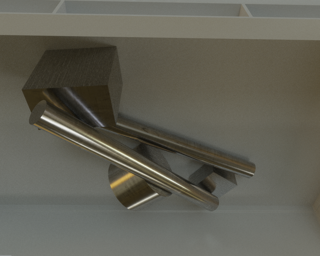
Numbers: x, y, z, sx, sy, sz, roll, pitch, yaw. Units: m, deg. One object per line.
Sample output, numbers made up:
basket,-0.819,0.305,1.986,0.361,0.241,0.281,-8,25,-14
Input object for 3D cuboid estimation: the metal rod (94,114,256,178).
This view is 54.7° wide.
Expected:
metal rod,-0.001,0.015,0.420,0.302,0.025,0.025,19,127,-17

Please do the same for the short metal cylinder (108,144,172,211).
short metal cylinder,-0.024,0.067,0.427,0.050,0.080,0.080,-33,123,24

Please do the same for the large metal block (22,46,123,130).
large metal block,-0.087,-0.045,0.333,0.080,0.080,0.050,-3,130,2

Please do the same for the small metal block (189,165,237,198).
small metal block,0.082,0.082,0.479,0.050,0.025,0.050,31,123,-24

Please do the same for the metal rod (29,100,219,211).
metal rod,-0.015,0.050,0.373,0.025,0.025,0.301,-33,136,24
